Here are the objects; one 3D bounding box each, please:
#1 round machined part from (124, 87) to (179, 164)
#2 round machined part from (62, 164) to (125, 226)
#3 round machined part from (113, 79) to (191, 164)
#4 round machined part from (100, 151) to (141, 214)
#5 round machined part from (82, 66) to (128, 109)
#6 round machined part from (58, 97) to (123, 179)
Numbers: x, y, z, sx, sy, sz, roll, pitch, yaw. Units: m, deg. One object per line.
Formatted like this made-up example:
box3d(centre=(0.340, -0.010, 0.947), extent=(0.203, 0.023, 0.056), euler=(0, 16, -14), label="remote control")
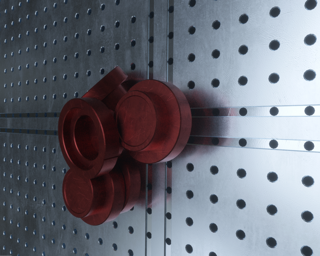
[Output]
box3d(centre=(-0.018, -0.004, 0.387), extent=(0.098, 0.042, 0.097), euler=(0, 90, 40), label="round machined part")
box3d(centre=(-0.096, 0.084, 0.424), extent=(0.098, 0.042, 0.097), euler=(0, 90, 40), label="round machined part")
box3d(centre=(-0.016, -0.008, 0.356), extent=(0.098, 0.042, 0.097), euler=(-1, 89, 40), label="round machined part")
box3d(centre=(-0.077, 0.075, 0.436), extent=(0.098, 0.042, 0.097), euler=(0, 90, 40), label="round machined part")
box3d(centre=(-0.081, -0.040, 0.442), extent=(0.098, 0.098, 0.042), euler=(-34, 104, 35), label="round machined part")
box3d(centre=(-0.081, 0.010, 0.383), extent=(0.098, 0.042, 0.097), euler=(10, 105, 41), label="round machined part")
